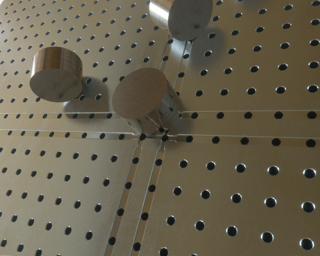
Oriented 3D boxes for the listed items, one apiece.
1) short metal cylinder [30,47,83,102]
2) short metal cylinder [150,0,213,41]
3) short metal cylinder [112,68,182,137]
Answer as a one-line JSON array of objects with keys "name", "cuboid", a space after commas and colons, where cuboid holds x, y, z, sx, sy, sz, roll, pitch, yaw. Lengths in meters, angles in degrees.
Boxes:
[{"name": "short metal cylinder", "cuboid": [-0.170, -0.087, 0.513, 0.080, 0.080, 0.050, -20, 54, 16]}, {"name": "short metal cylinder", "cuboid": [0.032, -0.178, 0.464, 0.080, 0.080, 0.050, -42, 51, -1]}, {"name": "short metal cylinder", "cuboid": [-0.017, -0.035, 0.421, 0.080, 0.050, 0.080, -13, 56, 20]}]
